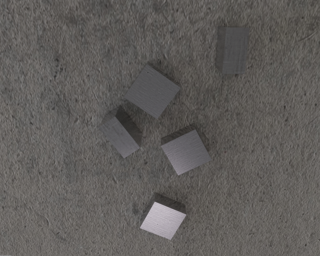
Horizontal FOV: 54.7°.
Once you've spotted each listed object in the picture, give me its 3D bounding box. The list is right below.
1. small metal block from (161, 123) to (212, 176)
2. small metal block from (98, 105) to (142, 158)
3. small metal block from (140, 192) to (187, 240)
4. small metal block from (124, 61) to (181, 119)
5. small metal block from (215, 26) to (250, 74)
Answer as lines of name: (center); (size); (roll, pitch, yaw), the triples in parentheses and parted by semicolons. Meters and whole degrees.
small metal block: (0.035, 0.029, 0.421); (0.050, 0.025, 0.050); (-26, 108, 9)
small metal block: (-0.049, 0.003, 0.397); (0.025, 0.050, 0.050); (-34, 107, 11)
small metal block: (0.004, 0.130, 0.458); (0.050, 0.025, 0.050); (25, 108, -9)
small metal block: (-0.010, -0.048, 0.392); (0.050, 0.025, 0.050); (34, 106, -12)
small metal block: (0.083, -0.093, 0.363); (0.025, 0.050, 0.050); (1, 110, 0)
